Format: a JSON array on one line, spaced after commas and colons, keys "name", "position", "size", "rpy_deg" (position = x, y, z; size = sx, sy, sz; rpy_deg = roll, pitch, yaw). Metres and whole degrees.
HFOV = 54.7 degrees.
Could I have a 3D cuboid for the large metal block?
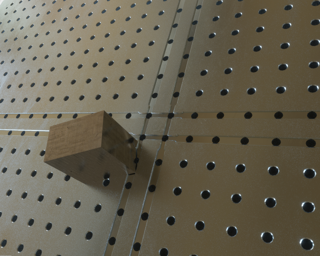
[{"name": "large metal block", "position": [-0.086, 0.028, 0.399], "size": [0.080, 0.080, 0.050], "rpy_deg": [-15, 56, 19]}]
